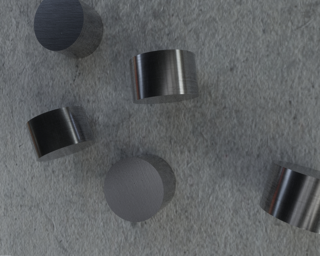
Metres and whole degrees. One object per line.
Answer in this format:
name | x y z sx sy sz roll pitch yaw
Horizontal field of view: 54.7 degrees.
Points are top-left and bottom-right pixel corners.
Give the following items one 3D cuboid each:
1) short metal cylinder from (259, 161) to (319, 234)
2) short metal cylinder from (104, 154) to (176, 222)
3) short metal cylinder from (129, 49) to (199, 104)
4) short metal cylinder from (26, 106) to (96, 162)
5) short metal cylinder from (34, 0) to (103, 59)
short metal cylinder | 0.152 0.070 0.326 0.080 0.080 0.050 16 96 19
short metal cylinder | -0.025 0.076 0.404 0.080 0.050 0.079 0 90 19
short metal cylinder | 0.005 -0.059 0.377 0.080 0.080 0.050 -6 88 19
short metal cylinder | -0.135 0.009 0.426 0.080 0.080 0.050 -23 83 18
short metal cylinder | -0.129 -0.143 0.440 0.080 0.050 0.079 0 90 19
